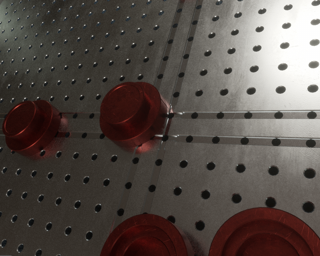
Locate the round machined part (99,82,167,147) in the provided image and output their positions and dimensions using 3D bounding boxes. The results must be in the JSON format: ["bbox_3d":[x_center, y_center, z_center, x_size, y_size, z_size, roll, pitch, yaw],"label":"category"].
[{"bbox_3d":[-0.044,-0.026,0.435,0.098,0.042,0.098,-13,56,20],"label":"round machined part"}]

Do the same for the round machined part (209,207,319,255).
[{"bbox_3d":[0.095,0.123,0.271,0.098,0.042,0.098,-13,56,20],"label":"round machined part"}]

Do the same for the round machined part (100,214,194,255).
[{"bbox_3d":[-0.010,0.142,0.315,0.098,0.042,0.098,-13,56,20],"label":"round machined part"}]

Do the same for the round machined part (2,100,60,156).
[{"bbox_3d":[-0.219,-0.007,0.514,0.098,0.042,0.098,-13,56,20],"label":"round machined part"}]
